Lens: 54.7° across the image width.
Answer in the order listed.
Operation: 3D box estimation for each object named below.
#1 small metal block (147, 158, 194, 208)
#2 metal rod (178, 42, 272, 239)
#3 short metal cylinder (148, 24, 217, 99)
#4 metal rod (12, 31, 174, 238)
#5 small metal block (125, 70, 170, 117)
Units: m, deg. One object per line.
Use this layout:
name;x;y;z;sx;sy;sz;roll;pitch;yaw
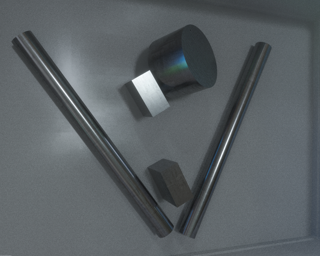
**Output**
small metal block;0.013;0.070;0.403;0.025;0.050;0.050;-28;100;-18
metal rod;0.097;0.011;0.447;0.025;0.025;0.299;27;81;-19
short metal cylinder;0.030;-0.082;0.390;0.080;0.050;0.080;23;60;-47
metal rod;-0.075;0.017;0.383;0.025;0.025;0.299;-38;103;-16
small metal block;-0.017;-0.042;0.391;0.025;0.050;0.050;-32;101;-12
